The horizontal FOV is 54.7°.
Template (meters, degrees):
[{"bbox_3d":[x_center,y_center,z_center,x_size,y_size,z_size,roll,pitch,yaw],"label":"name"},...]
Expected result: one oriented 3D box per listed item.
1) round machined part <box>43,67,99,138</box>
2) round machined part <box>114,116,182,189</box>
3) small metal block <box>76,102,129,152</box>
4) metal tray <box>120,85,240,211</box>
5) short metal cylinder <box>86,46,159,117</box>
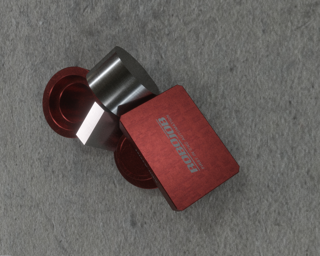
[{"bbox_3d":[-0.113,-0.035,0.439,0.098,0.042,0.097,0,90,19],"label":"round machined part"},{"bbox_3d":[-0.018,0.032,0.406,0.098,0.042,0.097,0,90,19],"label":"round machined part"},{"bbox_3d":[-0.071,0.000,0.402,0.025,0.050,0.050,41,104,40],"label":"small metal block"},{"bbox_3d":[0.022,0.022,0.376,0.091,0.030,0.130,-31,79,-15],"label":"metal tray"},{"bbox_3d":[-0.046,-0.057,0.397,0.050,0.080,0.080,-39,78,16],"label":"short metal cylinder"}]
